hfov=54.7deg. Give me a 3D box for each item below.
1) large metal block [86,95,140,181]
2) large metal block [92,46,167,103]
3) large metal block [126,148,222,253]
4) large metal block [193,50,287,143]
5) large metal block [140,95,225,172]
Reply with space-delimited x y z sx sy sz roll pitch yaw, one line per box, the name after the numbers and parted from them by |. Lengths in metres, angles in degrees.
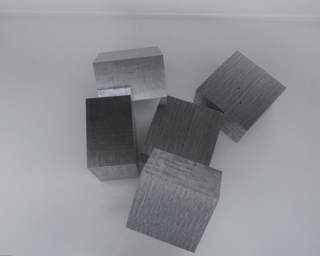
-0.055 0.015 0.373 0.050 0.080 0.080 -5 70 -2 | large metal block
-0.037 -0.070 0.398 0.081 0.080 0.050 -7 112 -2 | large metal block
0.015 0.079 0.343 0.080 0.079 0.050 19 29 5 | large metal block
0.102 -0.041 0.411 0.080 0.050 0.080 42 75 13 | large metal block
0.028 0.013 0.391 0.080 0.050 0.080 18 71 6 | large metal block
